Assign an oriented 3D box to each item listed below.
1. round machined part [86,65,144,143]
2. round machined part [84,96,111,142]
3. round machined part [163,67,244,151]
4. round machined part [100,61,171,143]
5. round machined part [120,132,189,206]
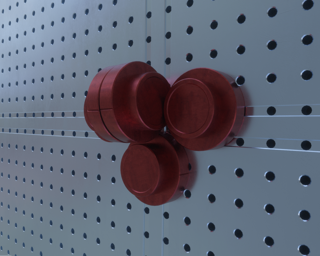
[{"bbox_3d":[-0.054,-0.030,0.396,0.042,0.099,0.097,2,91,40],"label":"round machined part"},{"bbox_3d":[-0.075,-0.027,0.457,0.098,0.042,0.097,0,90,39],"label":"round machined part"},{"bbox_3d":[0.043,-0.022,0.360,0.098,0.042,0.097,0,90,39],"label":"round machined part"},{"bbox_3d":[-0.020,-0.031,0.369,0.042,0.099,0.097,-1,90,40],"label":"round machined part"},{"bbox_3d":[-0.014,0.054,0.407,0.098,0.042,0.097,0,90,39],"label":"round machined part"}]
